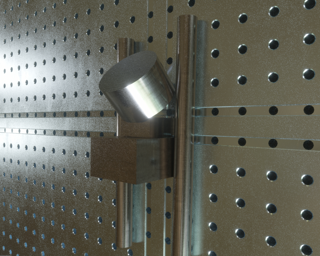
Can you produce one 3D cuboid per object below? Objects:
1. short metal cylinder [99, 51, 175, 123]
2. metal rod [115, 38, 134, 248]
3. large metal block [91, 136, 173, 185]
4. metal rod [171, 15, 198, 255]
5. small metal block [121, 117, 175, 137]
[{"bbox_3d":[-0.028,-0.052,0.388,0.080,0.050,0.080,-21,36,16],"label":"short metal cylinder"},{"bbox_3d":[-0.051,0.021,0.452,0.025,0.025,0.298,1,91,40],"label":"metal rod"},{"bbox_3d":[-0.031,0.036,0.396,0.080,0.081,0.050,1,91,40],"label":"large metal block"},{"bbox_3d":[0.030,0.013,0.384,0.025,0.025,0.298,2,92,40],"label":"metal rod"},{"bbox_3d":[-0.016,-0.001,0.406,0.050,0.050,0.025,2,92,39],"label":"small metal block"}]
